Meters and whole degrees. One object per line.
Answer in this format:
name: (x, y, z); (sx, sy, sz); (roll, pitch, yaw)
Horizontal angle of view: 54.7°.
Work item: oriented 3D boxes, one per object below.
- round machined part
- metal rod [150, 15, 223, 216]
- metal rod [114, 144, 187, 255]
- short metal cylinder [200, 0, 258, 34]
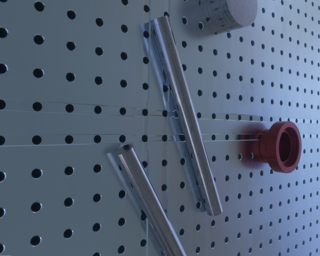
round machined part: (0.228, 0.036, 0.593); (0.099, 0.042, 0.097); (0, 90, -40)
metal rod: (0.042, -0.007, 0.446); (0.025, 0.025, 0.298); (-29, 108, -37)
metal rod: (0.013, 0.155, 0.422); (0.025, 0.025, 0.299); (-37, 113, -34)
short metal cylinder: (0.109, -0.194, 0.486); (0.081, 0.050, 0.079); (0, 90, -40)
